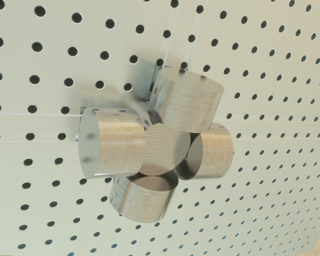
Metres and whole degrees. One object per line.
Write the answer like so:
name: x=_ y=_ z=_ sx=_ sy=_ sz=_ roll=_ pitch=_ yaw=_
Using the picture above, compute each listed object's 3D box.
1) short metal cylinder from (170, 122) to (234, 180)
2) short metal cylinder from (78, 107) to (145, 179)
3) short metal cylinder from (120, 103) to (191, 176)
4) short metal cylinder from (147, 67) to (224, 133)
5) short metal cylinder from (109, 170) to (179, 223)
short metal cylinder: x=0.054 y=0.031 z=0.424 sx=0.050 sy=0.080 sz=0.079 roll=4 pitch=117 yaw=-31
short metal cylinder: x=-0.058 y=0.017 z=0.354 sx=0.050 sy=0.080 sz=0.079 roll=1 pitch=118 yaw=-30
short metal cylinder: x=-0.008 y=0.014 z=0.400 sx=0.081 sy=0.050 sz=0.079 roll=-15 pitch=125 yaw=-22
short metal cylinder: x=0.030 y=-0.035 z=0.369 sx=0.081 sy=0.080 sz=0.050 roll=3 pitch=117 yaw=-30
short metal cylinder: x=-0.022 y=0.079 z=0.411 sx=0.081 sy=0.080 sz=0.050 roll=6 pitch=115 yaw=-31
